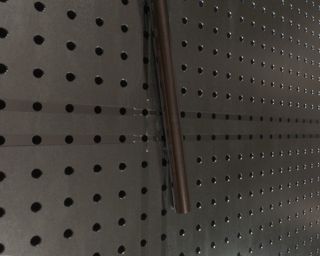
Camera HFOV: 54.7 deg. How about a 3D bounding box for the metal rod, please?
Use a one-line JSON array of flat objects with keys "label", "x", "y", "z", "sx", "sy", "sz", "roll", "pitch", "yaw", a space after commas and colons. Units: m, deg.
[{"label": "metal rod", "x": 0.014, "y": -0.030, "z": 0.422, "sx": 0.025, "sy": 0.025, "sz": 0.298, "roll": -12, "pitch": 98, "yaw": -40}]
